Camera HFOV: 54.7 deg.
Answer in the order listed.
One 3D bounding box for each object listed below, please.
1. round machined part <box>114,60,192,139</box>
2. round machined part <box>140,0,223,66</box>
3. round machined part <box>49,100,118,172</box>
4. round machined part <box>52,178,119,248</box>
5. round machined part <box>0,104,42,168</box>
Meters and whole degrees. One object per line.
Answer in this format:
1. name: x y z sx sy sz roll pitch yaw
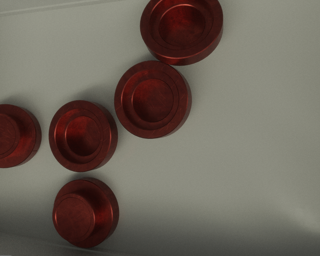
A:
1. round machined part: -0.006 -0.035 0.403 0.098 0.042 0.097 0 90 19
2. round machined part: 0.028 -0.121 0.382 0.098 0.042 0.098 -3 76 11
3. round machined part: -0.103 0.011 0.436 0.098 0.042 0.097 0 90 19
4. round machined part: -0.111 0.122 0.439 0.098 0.042 0.097 0 90 19
5. round machined part: -0.236 0.012 0.468 0.099 0.042 0.097 0 87 1
